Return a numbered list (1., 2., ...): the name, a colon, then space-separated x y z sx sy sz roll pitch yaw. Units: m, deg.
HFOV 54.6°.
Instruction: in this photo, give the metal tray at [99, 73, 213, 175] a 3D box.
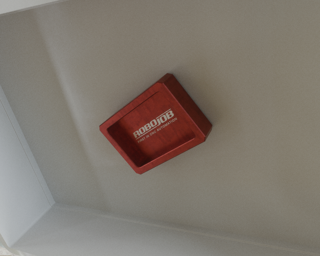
1. metal tray: -0.009 0.000 0.407 0.130 0.030 0.090 -32 101 38
